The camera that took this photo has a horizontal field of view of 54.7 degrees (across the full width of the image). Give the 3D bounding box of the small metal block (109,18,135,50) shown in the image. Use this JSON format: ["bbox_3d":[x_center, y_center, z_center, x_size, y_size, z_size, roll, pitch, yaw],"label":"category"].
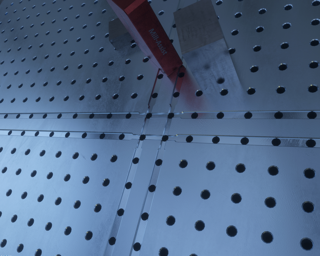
[{"bbox_3d":[-0.062,-0.171,0.544,0.050,0.025,0.050,-18,55,17],"label":"small metal block"}]

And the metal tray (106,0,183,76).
[{"bbox_3d":[-0.024,-0.141,0.439,0.030,0.130,0.090,-40,51,1],"label":"metal tray"}]

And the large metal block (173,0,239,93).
[{"bbox_3d":[0.061,-0.107,0.406,0.050,0.080,0.080,-19,55,17],"label":"large metal block"}]
